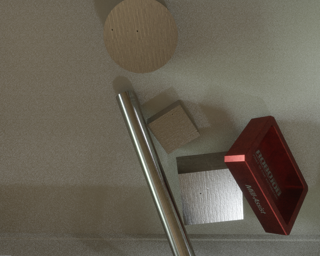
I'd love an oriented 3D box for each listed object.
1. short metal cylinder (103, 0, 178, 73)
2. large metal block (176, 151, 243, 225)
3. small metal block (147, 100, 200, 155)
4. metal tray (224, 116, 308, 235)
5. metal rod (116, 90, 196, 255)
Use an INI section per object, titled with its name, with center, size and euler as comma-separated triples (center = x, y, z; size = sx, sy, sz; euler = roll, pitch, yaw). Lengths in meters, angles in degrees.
[short metal cylinder]
center = -0.021, -0.107, 0.358
size = 0.081, 0.050, 0.079
euler = 0, 110, -1
[large metal block]
center = 0.068, 0.082, 0.429
size = 0.080, 0.050, 0.079
euler = -7, 110, 2
[small metal block]
center = 0.018, -0.001, 0.411
size = 0.050, 0.025, 0.050
euler = -32, 107, 10
[metal tray]
center = 0.143, 0.061, 0.402
size = 0.030, 0.090, 0.130
euler = -11, 117, 49
[metal rod]
center = 0.008, 0.096, 0.379
size = 0.025, 0.025, 0.299
euler = -22, 83, 7
